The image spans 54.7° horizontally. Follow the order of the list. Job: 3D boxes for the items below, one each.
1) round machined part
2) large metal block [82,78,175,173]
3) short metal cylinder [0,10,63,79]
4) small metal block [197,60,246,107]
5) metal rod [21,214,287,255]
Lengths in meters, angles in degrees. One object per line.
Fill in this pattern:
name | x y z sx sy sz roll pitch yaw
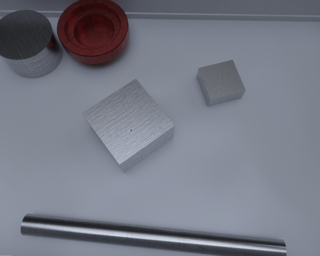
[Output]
round machined part | -0.093 -0.135 0.448 0.099 0.042 0.098 0 72 0
large metal block | -0.039 -0.002 0.397 0.080 0.050 0.080 -35 74 -12
short metal cylinder | -0.185 -0.117 0.437 0.081 0.050 0.080 0 70 0
small metal block | 0.084 -0.063 0.434 0.050 0.025 0.050 -15 71 -6
metal rod | -0.008 0.128 0.362 0.302 0.025 0.025 5 70 1
